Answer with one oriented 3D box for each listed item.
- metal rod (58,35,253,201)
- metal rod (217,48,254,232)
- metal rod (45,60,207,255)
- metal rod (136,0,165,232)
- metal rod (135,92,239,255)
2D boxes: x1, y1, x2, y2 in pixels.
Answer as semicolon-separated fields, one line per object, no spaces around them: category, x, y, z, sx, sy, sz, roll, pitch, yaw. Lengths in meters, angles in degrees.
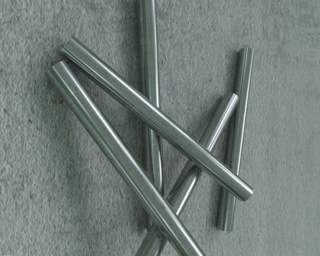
metal rod;0.010;0.002;0.376;0.301;0.025;0.025;39;66;-21
metal rod;0.125;0.014;0.509;0.025;0.025;0.299;15;81;-39
metal rod;-0.022;0.060;0.338;0.025;0.025;0.299;-40;100;-33
metal rod;-0.011;-0.016;0.395;0.025;0.025;0.298;-4;93;-40
metal rod;0.045;0.056;0.419;0.025;0.025;0.301;53;52;-27
